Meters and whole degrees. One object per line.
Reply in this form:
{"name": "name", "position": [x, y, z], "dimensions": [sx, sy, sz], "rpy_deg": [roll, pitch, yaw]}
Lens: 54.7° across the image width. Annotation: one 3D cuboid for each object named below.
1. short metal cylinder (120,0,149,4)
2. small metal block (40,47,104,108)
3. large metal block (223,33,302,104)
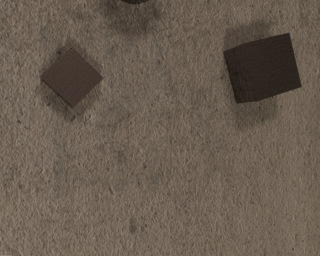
{"name": "short metal cylinder", "position": [-0.030, -0.203, 0.385], "dimensions": [0.081, 0.050, 0.079], "rpy_deg": [0, 90, -21]}
{"name": "small metal block", "position": [-0.105, -0.059, 0.371], "dimensions": [0.050, 0.025, 0.050], "rpy_deg": [46, 76, -15]}
{"name": "large metal block", "position": [0.149, -0.086, 0.452], "dimensions": [0.081, 0.050, 0.080], "rpy_deg": [-18, 96, -20]}
